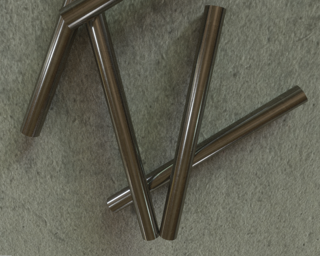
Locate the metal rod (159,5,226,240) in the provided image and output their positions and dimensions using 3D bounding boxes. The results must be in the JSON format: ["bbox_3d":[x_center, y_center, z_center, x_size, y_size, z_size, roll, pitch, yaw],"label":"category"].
[{"bbox_3d":[0.038,0.003,0.391,0.025,0.025,0.298,10,102,-4],"label":"metal rod"}]

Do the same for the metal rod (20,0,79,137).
[{"bbox_3d":[-0.108,-0.121,0.363,0.025,0.025,0.298,24,108,-9],"label":"metal rod"}]

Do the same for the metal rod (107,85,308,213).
[{"bbox_3d":[0.056,0.034,0.423,0.300,0.025,0.025,-32,107,10],"label":"metal rod"}]

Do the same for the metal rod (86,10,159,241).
[{"bbox_3d":[-0.045,0.007,0.394,0.025,0.025,0.298,-12,104,4],"label":"metal rod"}]

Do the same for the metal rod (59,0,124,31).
[{"bbox_3d":[0.029,-0.190,0.326,0.301,0.025,0.025,-29,108,4],"label":"metal rod"}]
